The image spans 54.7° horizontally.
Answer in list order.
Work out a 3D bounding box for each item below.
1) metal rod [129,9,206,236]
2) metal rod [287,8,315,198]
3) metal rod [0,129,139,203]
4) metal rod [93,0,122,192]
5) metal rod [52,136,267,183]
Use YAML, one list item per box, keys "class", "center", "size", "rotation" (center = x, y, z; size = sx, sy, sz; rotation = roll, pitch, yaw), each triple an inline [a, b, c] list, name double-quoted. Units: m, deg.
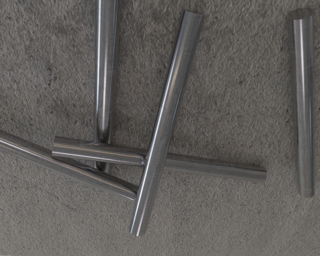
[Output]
- class: "metal rod"
  center: [0.001, 0.014, 0.374]
  size: [0.025, 0.025, 0.298]
  rotation: [10, 116, -9]
- class: "metal rod"
  center: [0.187, -0.007, 0.403]
  size: [0.025, 0.025, 0.299]
  rotation: [-14, 129, 11]
- class: "metal rod"
  center: [-0.152, 0.042, 0.418]
  size: [0.301, 0.025, 0.025]
  rotation: [25, 126, -11]
- class: "metal rod"
  center: [-0.070, -0.022, 0.387]
  size: [0.025, 0.025, 0.298]
  rotation: [6, 130, -6]
- class: "metal rod"
  center: [0.012, 0.046, 0.425]
  size: [0.302, 0.025, 0.025]
  rotation: [10, 130, -17]
